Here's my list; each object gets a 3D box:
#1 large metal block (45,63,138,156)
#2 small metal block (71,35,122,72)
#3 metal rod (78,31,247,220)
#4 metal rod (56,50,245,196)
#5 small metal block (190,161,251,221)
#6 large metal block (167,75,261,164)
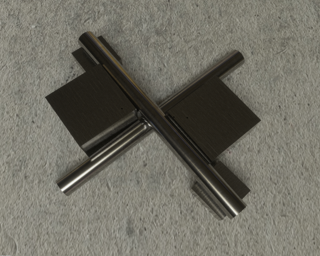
[{"bbox_3d":[-0.085,-0.022,0.402,0.080,0.050,0.080,-35,74,-12],"label":"large metal block"},{"bbox_3d":[-0.089,-0.097,0.445,0.050,0.025,0.050,-36,74,-12],"label":"small metal block"},{"bbox_3d":[-0.007,-0.014,0.387,0.025,0.025,0.300,-38,75,-13],"label":"metal rod"},{"bbox_3d":[-0.004,-0.014,0.415,0.301,0.025,0.025,-37,74,-13],"label":"metal rod"},{"bbox_3d":[0.073,0.078,0.382,0.050,0.025,0.050,-41,75,-14],"label":"small metal block"},{"bbox_3d":[0.066,-0.006,0.399,0.080,0.050,0.080,-37,74,-13],"label":"large metal block"}]
